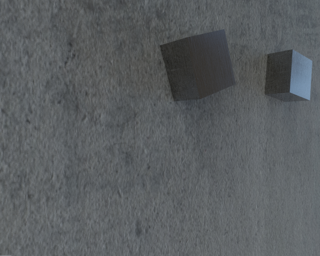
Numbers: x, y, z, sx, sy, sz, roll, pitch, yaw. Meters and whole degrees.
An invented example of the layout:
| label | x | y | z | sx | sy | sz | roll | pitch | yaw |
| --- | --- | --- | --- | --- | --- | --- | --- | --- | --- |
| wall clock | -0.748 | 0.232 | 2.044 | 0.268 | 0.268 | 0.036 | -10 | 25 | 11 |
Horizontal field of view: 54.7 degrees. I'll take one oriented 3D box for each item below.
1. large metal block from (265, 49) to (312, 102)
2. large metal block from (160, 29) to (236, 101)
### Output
| label | x | y | z | sx | sy | sz | roll | pitch | yaw |
| --- | --- | --- | --- | --- | --- | --- | --- | --- | --- |
| large metal block | 0.251 | -0.099 | 0.602 | 0.081 | 0.050 | 0.080 | 10 | 84 | -40 |
| large metal block | 0.055 | -0.088 | 0.437 | 0.081 | 0.050 | 0.080 | -25 | 106 | -38 |
